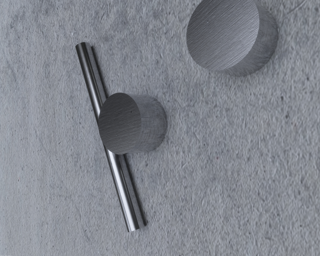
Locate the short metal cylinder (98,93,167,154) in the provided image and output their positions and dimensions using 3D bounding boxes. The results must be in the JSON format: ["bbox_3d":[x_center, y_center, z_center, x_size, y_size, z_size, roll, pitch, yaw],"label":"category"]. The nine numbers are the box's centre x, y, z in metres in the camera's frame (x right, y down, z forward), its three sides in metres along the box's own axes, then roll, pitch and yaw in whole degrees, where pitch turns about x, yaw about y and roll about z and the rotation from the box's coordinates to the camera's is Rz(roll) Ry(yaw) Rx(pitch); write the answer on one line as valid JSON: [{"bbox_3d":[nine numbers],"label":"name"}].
[{"bbox_3d":[-0.037,-0.006,0.417,0.080,0.050,0.079,0,90,39],"label":"short metal cylinder"}]

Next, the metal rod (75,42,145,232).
[{"bbox_3d":[-0.079,0.004,0.467,0.025,0.025,0.299,-30,72,36],"label":"metal rod"}]

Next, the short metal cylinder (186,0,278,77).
[{"bbox_3d":[0.075,-0.097,0.325,0.080,0.050,0.079,0,90,39],"label":"short metal cylinder"}]
